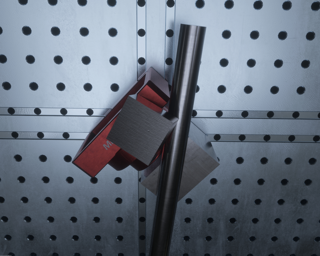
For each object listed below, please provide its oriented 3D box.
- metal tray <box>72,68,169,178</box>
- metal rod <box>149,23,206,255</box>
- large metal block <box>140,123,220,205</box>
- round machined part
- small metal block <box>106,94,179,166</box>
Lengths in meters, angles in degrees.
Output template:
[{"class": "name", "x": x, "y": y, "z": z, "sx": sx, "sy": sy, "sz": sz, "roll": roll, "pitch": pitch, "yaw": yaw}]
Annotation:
[{"class": "metal tray", "x": -0.045, "y": -0.010, "z": 0.374, "sx": 0.030, "sy": 0.090, "sz": 0.130, "roll": 42, "pitch": 105, "yaw": -14}, {"class": "metal rod", "x": 0.013, "y": 0.041, "z": 0.343, "sx": 0.025, "sy": 0.025, "sz": 0.298, "roll": 6, "pitch": 110, "yaw": -3}, {"class": "large metal block", "x": 0.023, "y": 0.039, "z": 0.396, "sx": 0.050, "sy": 0.080, "sz": 0.080, "roll": 41, "pitch": 105, "yaw": -14}, {"class": "round machined part", "x": -0.022, "y": 0.014, "z": 0.384, "sx": 0.042, "sy": 0.098, "sz": 0.098, "roll": 41, "pitch": 105, "yaw": -14}, {"class": "small metal block", "x": -0.017, "y": 0.001, "z": 0.309, "sx": 0.050, "sy": 0.025, "sz": 0.050, "roll": 32, "pitch": 106, "yaw": 8}]
